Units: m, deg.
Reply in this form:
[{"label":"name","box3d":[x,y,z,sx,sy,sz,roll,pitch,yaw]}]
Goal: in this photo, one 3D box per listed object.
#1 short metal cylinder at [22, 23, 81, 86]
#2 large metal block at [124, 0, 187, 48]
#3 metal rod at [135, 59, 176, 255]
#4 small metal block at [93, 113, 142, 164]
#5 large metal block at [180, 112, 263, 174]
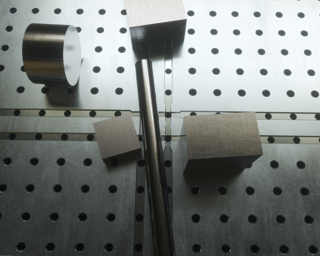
[{"label":"short metal cylinder","box3d":[-0.142,-0.098,0.417,0.050,0.080,0.080,3,70,1]},{"label":"large metal block","box3d":[-0.010,-0.173,0.461,0.081,0.050,0.080,-10,70,-4]},{"label":"metal rod","box3d":[-0.006,0.048,0.394,0.025,0.025,0.299,-6,70,-3]},{"label":"small metal block","box3d":[-0.055,0.014,0.406,0.050,0.025,0.050,-16,71,-6]},{"label":"large metal block","box3d":[0.069,0.021,0.376,0.081,0.080,0.050,-4,70,-2]}]
